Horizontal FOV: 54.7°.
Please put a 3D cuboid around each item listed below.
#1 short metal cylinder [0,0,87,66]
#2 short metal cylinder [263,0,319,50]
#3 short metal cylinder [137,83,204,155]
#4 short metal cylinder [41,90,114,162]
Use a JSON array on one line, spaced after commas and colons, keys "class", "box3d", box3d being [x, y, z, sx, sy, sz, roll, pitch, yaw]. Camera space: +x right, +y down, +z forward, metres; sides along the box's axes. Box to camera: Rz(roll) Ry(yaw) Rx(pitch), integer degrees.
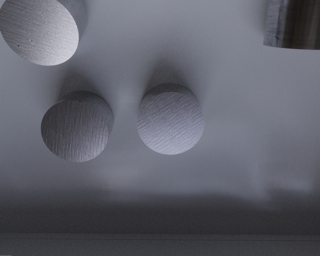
[{"class": "short metal cylinder", "box3d": [-0.125, -0.116, 0.341, 0.081, 0.050, 0.079, 0, 130, 0]}, {"class": "short metal cylinder", "box3d": [0.158, -0.116, 0.341, 0.081, 0.080, 0.050, 1, 110, -1]}, {"class": "short metal cylinder", "box3d": [0.013, -0.013, 0.393, 0.081, 0.050, 0.079, 0, 110, 0]}, {"class": "short metal cylinder", "box3d": [-0.103, -0.003, 0.396, 0.081, 0.050, 0.079, 0, 110, 0]}]
